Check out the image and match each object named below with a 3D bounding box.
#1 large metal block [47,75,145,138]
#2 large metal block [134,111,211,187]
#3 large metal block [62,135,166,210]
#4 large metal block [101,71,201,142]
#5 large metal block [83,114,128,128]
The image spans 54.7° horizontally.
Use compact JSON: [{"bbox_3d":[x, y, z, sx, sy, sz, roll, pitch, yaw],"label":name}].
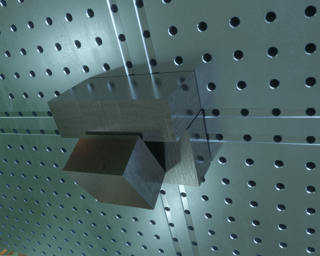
[{"bbox_3d":[-0.079,-0.028,0.397,0.080,0.080,0.050,1,119,27],"label":"large metal block"},{"bbox_3d":[0.014,0.025,0.398,0.080,0.050,0.079,1,119,27],"label":"large metal block"},{"bbox_3d":[-0.050,0.052,0.366,0.080,0.050,0.080,0,142,28],"label":"large metal block"},{"bbox_3d":[-0.007,-0.027,0.360,0.080,0.080,0.050,1,119,27],"label":"large metal block"},{"bbox_3d":[-0.058,0.023,0.435,0.080,0.050,0.079,1,119,27],"label":"large metal block"}]
